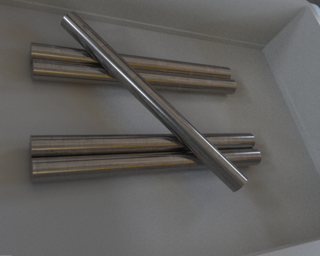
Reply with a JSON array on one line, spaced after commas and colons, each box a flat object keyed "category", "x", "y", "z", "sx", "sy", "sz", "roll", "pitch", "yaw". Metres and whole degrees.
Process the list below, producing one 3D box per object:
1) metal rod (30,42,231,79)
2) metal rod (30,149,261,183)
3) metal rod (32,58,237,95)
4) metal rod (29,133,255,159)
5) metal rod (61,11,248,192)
[{"category": "metal rod", "x": -0.023, "y": -0.090, "z": 0.446, "sx": 0.303, "sy": 0.025, "sz": 0.025, "roll": 0, "pitch": 62, "yaw": -28}, {"category": "metal rod", "x": 0.005, "y": 0.042, "z": 0.380, "sx": 0.303, "sy": 0.025, "sz": 0.025, "roll": 0, "pitch": 62, "yaw": -28}, {"category": "metal rod", "x": -0.017, "y": -0.068, "z": 0.436, "sx": 0.303, "sy": 0.025, "sz": 0.025, "roll": 0, "pitch": 62, "yaw": -28}, {"category": "metal rod", "x": 0.000, "y": 0.020, "z": 0.391, "sx": 0.303, "sy": 0.025, "sz": 0.025, "roll": 0, "pitch": 62, "yaw": -28}, {"category": "metal rod", "x": -0.009, "y": -0.034, "z": 0.388, "sx": 0.300, "sy": 0.025, "sz": 0.025, "roll": 44, "pitch": 51, "yaw": 2}]
